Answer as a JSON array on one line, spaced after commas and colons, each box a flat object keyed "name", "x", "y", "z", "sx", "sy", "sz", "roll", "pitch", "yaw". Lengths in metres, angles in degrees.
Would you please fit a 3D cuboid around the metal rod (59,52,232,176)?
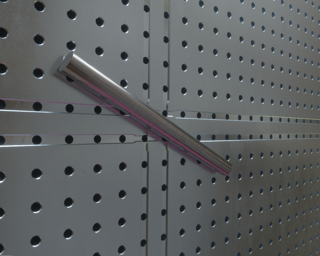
[{"name": "metal rod", "x": 0.003, "y": -0.003, "z": 0.414, "sx": 0.301, "sy": 0.025, "sz": 0.025, "roll": 34, "pitch": 69, "yaw": -35}]
